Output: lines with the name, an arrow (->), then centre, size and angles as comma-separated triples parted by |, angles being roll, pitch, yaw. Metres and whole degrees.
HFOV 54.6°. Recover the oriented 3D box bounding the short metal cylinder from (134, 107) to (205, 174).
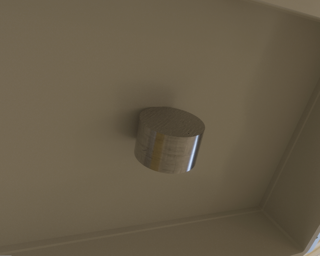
short metal cylinder -> 0.011, 0.013, 0.386 | 0.081, 0.080, 0.050 | -4, 120, -27
